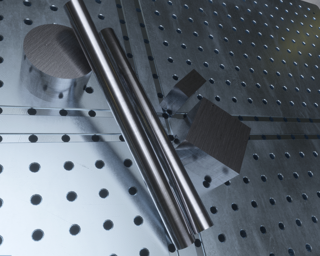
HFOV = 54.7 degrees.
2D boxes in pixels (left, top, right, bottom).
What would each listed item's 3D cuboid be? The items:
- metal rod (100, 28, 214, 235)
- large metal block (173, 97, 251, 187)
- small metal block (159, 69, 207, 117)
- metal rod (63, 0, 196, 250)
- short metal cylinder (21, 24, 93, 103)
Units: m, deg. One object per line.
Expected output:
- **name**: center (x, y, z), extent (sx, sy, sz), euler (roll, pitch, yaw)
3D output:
- **metal rod**: center (-0.014, -0.010, 0.400), extent (0.025, 0.025, 0.299), euler (-13, 67, -34)
- **large metal block**: center (0.067, 0.019, 0.417), extent (0.080, 0.050, 0.080), euler (33, 51, -7)
- **small metal block**: center (0.032, -0.050, 0.440), extent (0.025, 0.050, 0.050), euler (44, 51, 2)
- **metal rod**: center (-0.035, -0.006, 0.351), extent (0.025, 0.025, 0.299), euler (-24, 88, -36)
- **short metal cylinder**: center (-0.123, -0.077, 0.373), extent (0.081, 0.050, 0.080), euler (14, 56, -21)
